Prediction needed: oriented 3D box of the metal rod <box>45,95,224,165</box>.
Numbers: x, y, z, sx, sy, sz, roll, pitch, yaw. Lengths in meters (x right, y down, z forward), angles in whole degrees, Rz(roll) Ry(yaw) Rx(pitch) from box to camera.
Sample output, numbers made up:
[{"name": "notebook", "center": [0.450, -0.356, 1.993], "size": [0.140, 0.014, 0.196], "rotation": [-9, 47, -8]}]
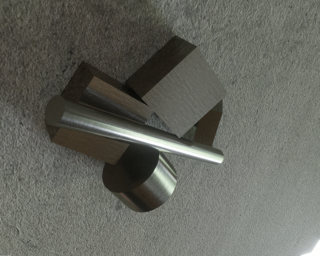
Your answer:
[{"name": "metal rod", "center": [0.002, 0.015, 0.366], "size": [0.301, 0.025, 0.025], "rotation": [19, 109, -53]}]

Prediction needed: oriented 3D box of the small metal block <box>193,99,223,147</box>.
[{"name": "small metal block", "center": [0.065, -0.011, 0.418], "size": [0.025, 0.050, 0.050], "rotation": [15, 116, 4]}]

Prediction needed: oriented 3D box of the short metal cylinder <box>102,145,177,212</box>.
[{"name": "short metal cylinder", "center": [-0.025, 0.059, 0.395], "size": [0.080, 0.080, 0.050], "rotation": [-38, 130, -3]}]

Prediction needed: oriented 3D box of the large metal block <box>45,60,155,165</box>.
[{"name": "large metal block", "center": [-0.068, -0.015, 0.346], "size": [0.080, 0.050, 0.080], "rotation": [28, 103, -38]}]

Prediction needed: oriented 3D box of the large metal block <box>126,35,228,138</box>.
[{"name": "large metal block", "center": [0.021, -0.048, 0.371], "size": [0.080, 0.050, 0.080], "rotation": [-43, 130, 1]}]
